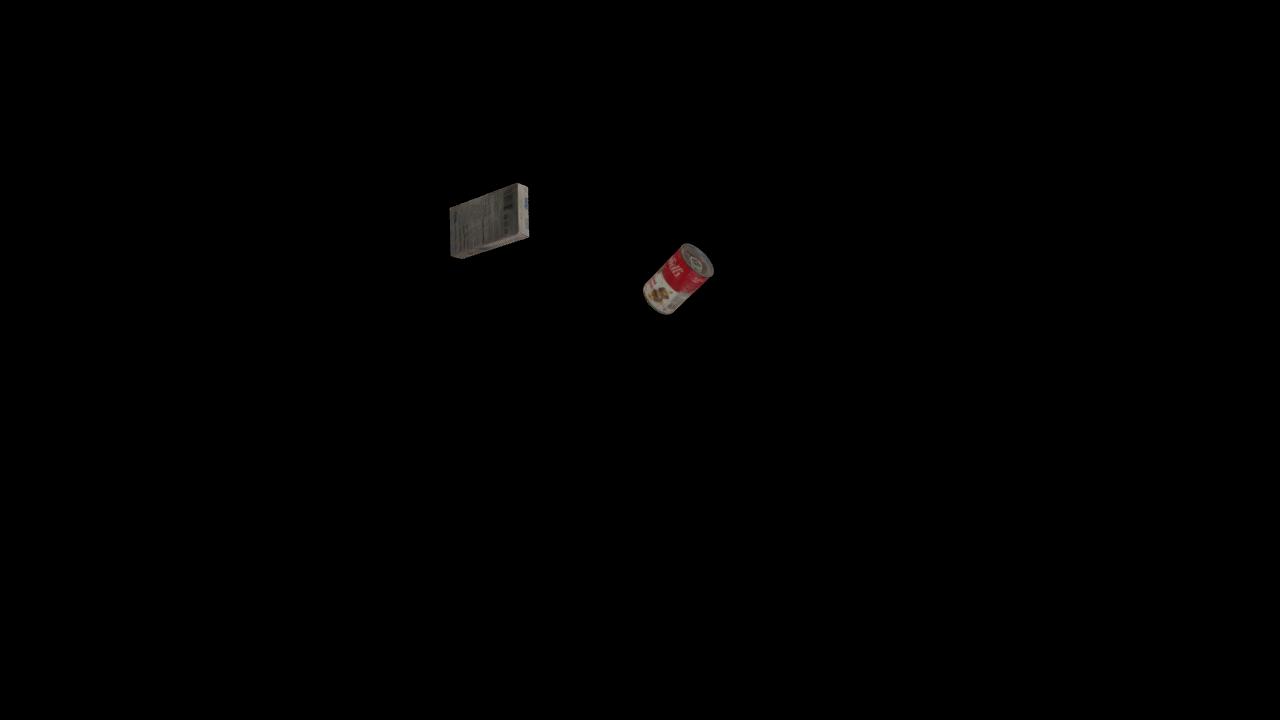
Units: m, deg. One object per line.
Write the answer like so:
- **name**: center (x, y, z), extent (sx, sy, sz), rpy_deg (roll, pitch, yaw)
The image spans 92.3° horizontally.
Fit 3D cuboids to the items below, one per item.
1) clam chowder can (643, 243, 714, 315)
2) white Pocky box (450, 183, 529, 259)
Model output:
- **clam chowder can**: center (0.060, -0.128, 0.985), extent (0.068, 0.068, 0.102), rpy_deg (0, -34, -45)
- **white Pocky box**: center (-0.236, -0.213, 0.953), extent (0.154, 0.084, 0.028), rpy_deg (-8, -9, 33)
